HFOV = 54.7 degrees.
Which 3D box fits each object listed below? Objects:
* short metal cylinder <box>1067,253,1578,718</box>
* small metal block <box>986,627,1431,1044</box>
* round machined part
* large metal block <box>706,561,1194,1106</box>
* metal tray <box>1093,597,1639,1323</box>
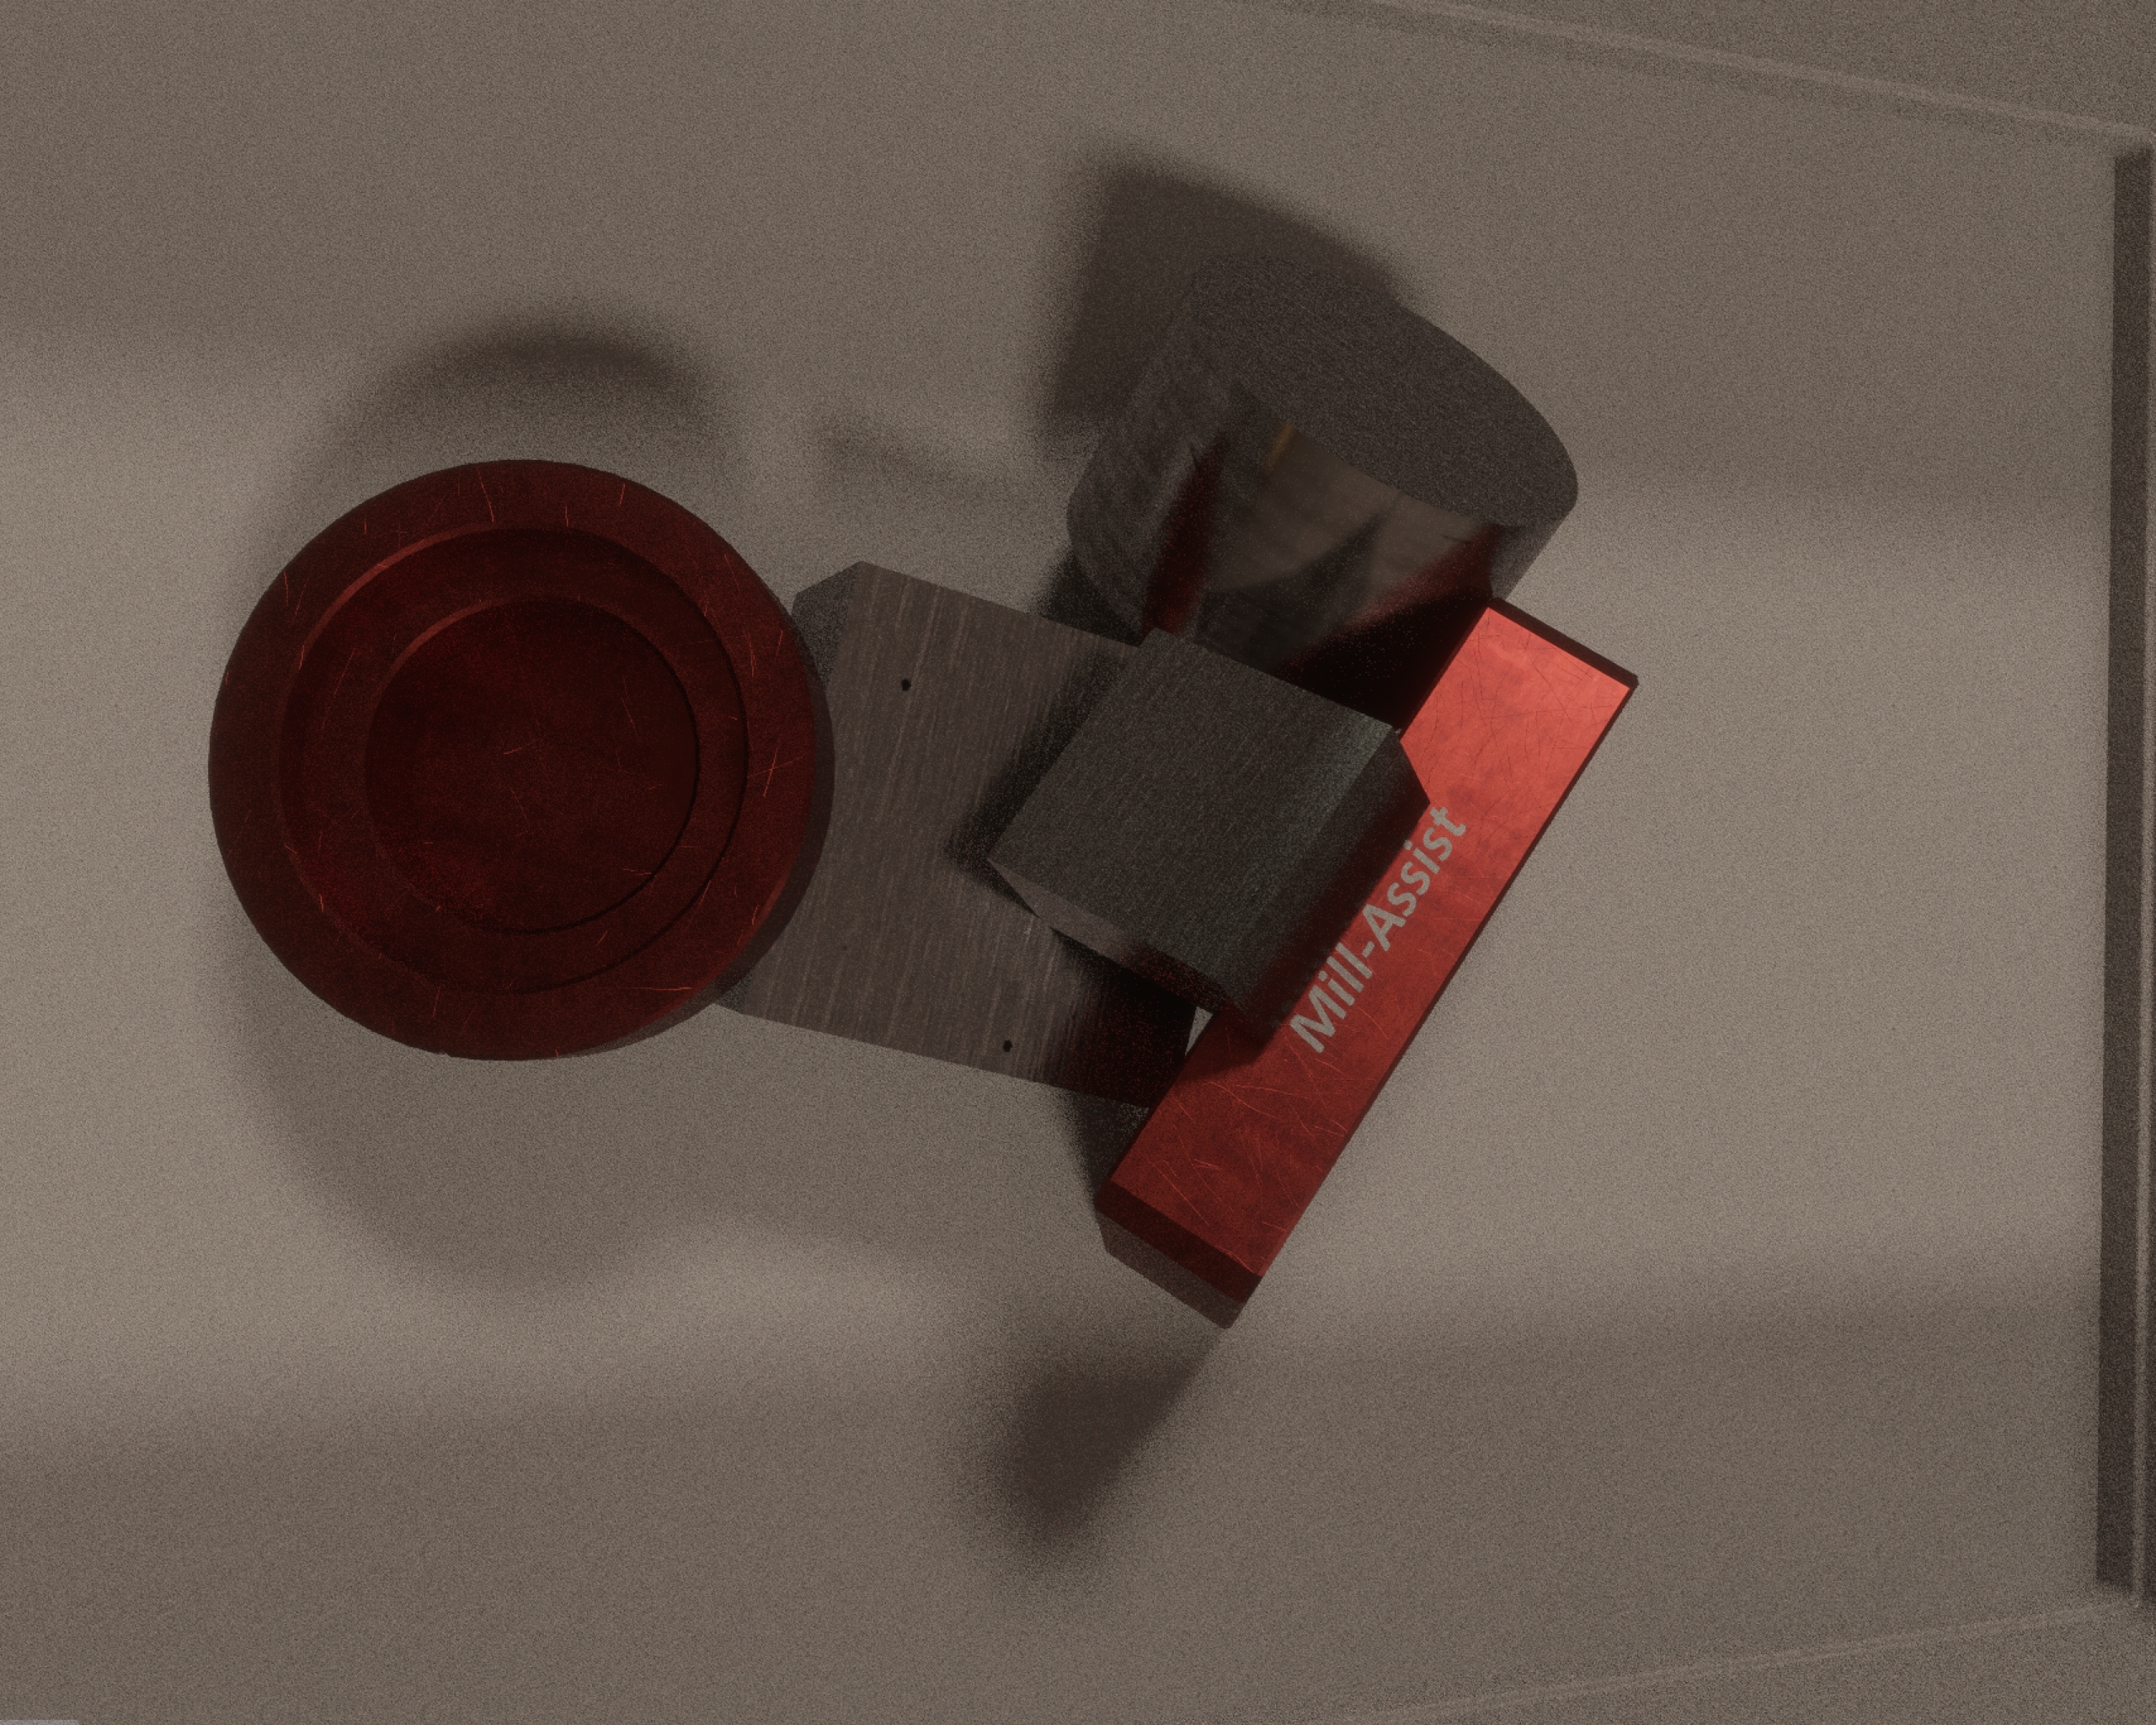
[{"bbox_3d":[0.045,-0.069,0.391,0.081,0.080,0.050,17,129,-20],"label":"short metal cylinder"},{"bbox_3d":[0.022,-0.005,0.350,0.050,0.050,0.025,-54,145,-12],"label":"small metal block"},{"bbox_3d":[-0.090,-0.015,0.355,0.099,0.042,0.097,0,85,2],"label":"round machined part"},{"bbox_3d":[-0.019,-0.003,0.390,0.081,0.050,0.080,16,85,-20],"label":"large metal block"},{"bbox_3d":[0.052,0.023,0.393,0.030,0.090,0.130,32,78,10],"label":"metal tray"}]
